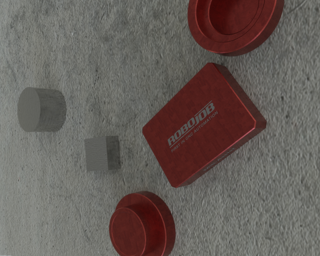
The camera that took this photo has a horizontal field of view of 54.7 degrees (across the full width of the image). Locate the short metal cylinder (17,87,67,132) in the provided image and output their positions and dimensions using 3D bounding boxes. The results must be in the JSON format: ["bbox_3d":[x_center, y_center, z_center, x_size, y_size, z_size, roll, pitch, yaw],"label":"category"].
[{"bbox_3d":[-0.215,-0.032,0.562,0.080,0.050,0.079,0,90,39],"label":"short metal cylinder"}]

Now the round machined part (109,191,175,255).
[{"bbox_3d":[-0.031,0.137,0.417,0.098,0.042,0.097,0,90,39],"label":"round machined part"}]

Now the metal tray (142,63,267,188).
[{"bbox_3d":[0.045,0.000,0.363,0.129,0.030,0.090,-44,64,31],"label":"metal tray"}]

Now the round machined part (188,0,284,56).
[{"bbox_3d":[0.081,-0.124,0.326,0.098,0.042,0.097,0,90,39],"label":"round machined part"}]

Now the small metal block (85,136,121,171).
[{"bbox_3d":[-0.088,0.039,0.475,0.050,0.025,0.050,-9,85,39],"label":"small metal block"}]
